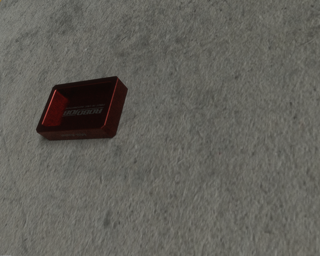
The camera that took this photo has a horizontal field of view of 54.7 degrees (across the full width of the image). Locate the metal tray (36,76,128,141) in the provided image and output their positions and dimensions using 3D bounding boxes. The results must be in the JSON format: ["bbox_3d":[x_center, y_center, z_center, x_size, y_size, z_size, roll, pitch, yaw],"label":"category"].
[{"bbox_3d":[-0.121,-0.029,0.479,0.130,0.030,0.090,-3,60,26],"label":"metal tray"}]
